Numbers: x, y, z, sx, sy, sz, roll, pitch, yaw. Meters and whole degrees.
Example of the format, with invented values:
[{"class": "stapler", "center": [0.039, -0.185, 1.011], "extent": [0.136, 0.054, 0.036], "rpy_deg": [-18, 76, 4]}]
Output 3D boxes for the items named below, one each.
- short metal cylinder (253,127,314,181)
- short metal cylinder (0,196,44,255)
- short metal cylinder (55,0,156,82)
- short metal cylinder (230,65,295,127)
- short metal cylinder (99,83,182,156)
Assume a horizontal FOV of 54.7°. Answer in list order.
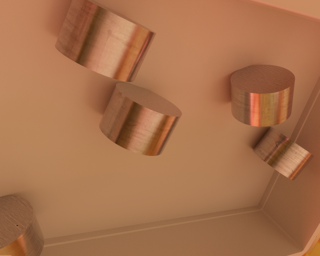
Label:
[{"class": "short metal cylinder", "center": [0.201, 0.041, 0.508], "extent": [0.080, 0.080, 0.050], "rpy_deg": [26, 104, -37]}, {"class": "short metal cylinder", "center": [-0.180, 0.124, 0.352], "extent": [0.081, 0.080, 0.050], "rpy_deg": [-16, 125, -19]}, {"class": "short metal cylinder", "center": [-0.051, -0.085, 0.293], "extent": [0.081, 0.080, 0.050], "rpy_deg": [15, 110, -35]}, {"class": "short metal cylinder", "center": [0.137, -0.045, 0.420], "extent": [0.081, 0.080, 0.050], "rpy_deg": [-22, 127, -15]}, {"class": "short metal cylinder", "center": [-0.022, -0.011, 0.354], "extent": [0.081, 0.080, 0.050], "rpy_deg": [14, 111, -34]}]
